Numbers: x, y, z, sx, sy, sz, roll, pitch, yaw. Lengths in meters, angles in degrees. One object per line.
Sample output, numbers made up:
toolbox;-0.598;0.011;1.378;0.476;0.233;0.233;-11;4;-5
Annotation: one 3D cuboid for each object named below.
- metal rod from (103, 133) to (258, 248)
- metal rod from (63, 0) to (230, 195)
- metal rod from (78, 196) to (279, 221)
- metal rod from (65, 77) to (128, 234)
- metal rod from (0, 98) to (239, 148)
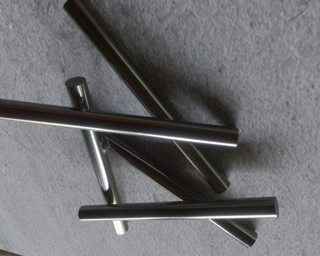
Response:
metal rod;0.006;0.073;0.447;0.301;0.025;0.025;35;129;4
metal rod;-0.011;-0.035;0.389;0.025;0.025;0.300;-33;101;38
metal rod;0.007;0.117;0.437;0.300;0.025;0.025;-10;114;27
metal rod;-0.085;0.062;0.462;0.025;0.025;0.298;10;131;22
metal rod;-0.059;-0.007;0.371;0.302;0.025;0.025;7;124;1
